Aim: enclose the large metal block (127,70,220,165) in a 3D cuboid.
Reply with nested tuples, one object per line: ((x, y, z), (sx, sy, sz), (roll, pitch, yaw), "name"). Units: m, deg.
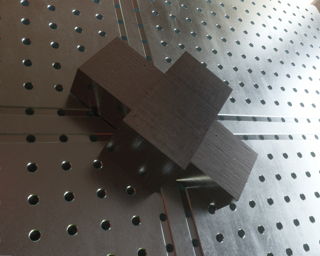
((0.012, -0.011, 0.388), (0.080, 0.080, 0.050), (39, 51, -2), "large metal block")

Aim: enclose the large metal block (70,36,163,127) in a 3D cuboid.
((-0.053, -0.057, 0.396), (0.080, 0.050, 0.080), (38, 52, -3), "large metal block")

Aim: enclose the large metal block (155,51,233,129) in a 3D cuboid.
((0.036, -0.042, 0.420), (0.080, 0.080, 0.050), (39, 51, -2), "large metal block")

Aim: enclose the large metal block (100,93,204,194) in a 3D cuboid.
((-0.011, 0.021, 0.356), (0.080, 0.080, 0.050), (39, 51, -2), "large metal block")

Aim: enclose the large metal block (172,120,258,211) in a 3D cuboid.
((0.070, 0.046, 0.403), (0.080, 0.050, 0.080), (39, 52, -2), "large metal block")
